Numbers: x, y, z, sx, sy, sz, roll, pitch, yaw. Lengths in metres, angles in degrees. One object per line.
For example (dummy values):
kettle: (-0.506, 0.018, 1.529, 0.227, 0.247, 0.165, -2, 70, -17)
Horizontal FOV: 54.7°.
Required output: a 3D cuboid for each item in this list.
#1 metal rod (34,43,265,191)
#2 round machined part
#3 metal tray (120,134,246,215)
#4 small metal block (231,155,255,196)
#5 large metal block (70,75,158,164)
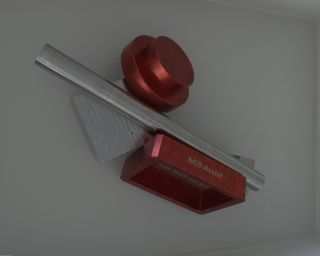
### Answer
metal rod: (0.004, -0.002, 0.357, 0.301, 0.025, 0.025, 30, 80, -18)
round machined part: (0.004, -0.071, 0.375, 0.098, 0.042, 0.098, 31, 45, -35)
metal tray: (0.028, 0.063, 0.382, 0.131, 0.090, 0.030, 28, 53, -19)
small metal block: (0.103, 0.064, 0.435, 0.025, 0.050, 0.050, 16, 85, -20)
large metal block: (-0.053, -0.012, 0.376, 0.081, 0.050, 0.080, -24, 98, -19)
